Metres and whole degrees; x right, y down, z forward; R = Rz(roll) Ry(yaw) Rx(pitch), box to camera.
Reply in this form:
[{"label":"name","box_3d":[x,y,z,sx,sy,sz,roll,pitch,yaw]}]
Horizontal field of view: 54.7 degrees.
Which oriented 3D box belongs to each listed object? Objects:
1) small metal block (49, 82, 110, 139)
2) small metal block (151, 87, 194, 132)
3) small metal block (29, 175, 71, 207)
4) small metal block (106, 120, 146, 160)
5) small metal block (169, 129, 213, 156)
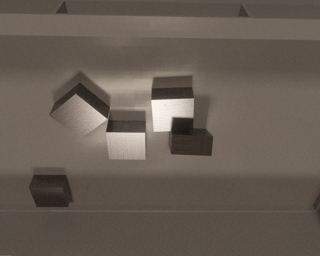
[{"label":"small metal block","box_3d":[-0.100,-0.021,0.390,0.050,0.025,0.050,-33,123,24]},{"label":"small metal block","box_3d":[0.016,-0.023,0.390,0.050,0.025,0.050,-2,130,1]},{"label":"small metal block","box_3d":[-0.173,0.100,0.492,0.050,0.025,0.050,0,130,-1]},{"label":"small metal block","box_3d":[-0.045,0.017,0.423,0.050,0.025,0.050,1,130,-1]},{"label":"small metal block","box_3d":[0.038,0.017,0.404,0.050,0.050,0.025,3,101,-3]}]
